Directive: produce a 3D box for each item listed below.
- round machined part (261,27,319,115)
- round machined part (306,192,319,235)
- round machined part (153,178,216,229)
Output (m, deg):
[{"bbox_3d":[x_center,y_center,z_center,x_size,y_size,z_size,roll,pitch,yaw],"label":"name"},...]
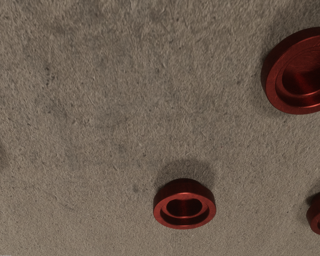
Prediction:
[{"bbox_3d":[0.161,-0.065,0.343,0.099,0.042,0.097,-1,130,0],"label":"round machined part"},{"bbox_3d":[0.295,0.137,0.517,0.099,0.042,0.097,-1,130,0],"label":"round machined part"},{"bbox_3d":[0.038,0.118,0.497,0.099,0.042,0.097,-1,130,0],"label":"round machined part"}]
